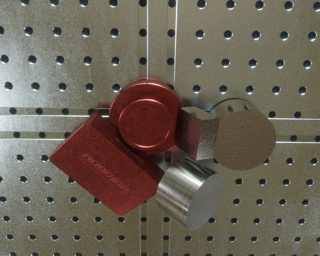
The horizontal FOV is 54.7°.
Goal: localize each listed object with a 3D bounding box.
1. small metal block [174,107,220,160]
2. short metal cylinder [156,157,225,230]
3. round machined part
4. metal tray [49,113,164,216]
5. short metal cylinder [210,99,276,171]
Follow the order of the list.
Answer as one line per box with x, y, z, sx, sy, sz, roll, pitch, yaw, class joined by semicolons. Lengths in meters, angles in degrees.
0.044;0.005;0.379;0.025;0.050;0.050;-5;112;-28;small metal block
0.041;0.084;0.405;0.050;0.081;0.079;26;115;37;short metal cylinder
-0.016;-0.010;0.396;0.099;0.042;0.097;0;110;0;round machined part
-0.069;0.052;0.413;0.130;0.030;0.090;43;120;-15;metal tray
0.101;0.008;0.400;0.081;0.050;0.079;0;110;0;short metal cylinder
